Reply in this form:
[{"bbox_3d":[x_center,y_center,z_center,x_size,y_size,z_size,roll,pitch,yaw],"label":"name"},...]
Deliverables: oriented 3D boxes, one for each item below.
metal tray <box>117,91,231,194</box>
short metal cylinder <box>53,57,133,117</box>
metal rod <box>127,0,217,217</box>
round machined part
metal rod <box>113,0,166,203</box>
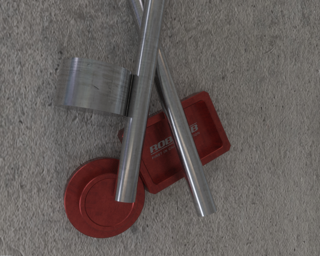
[{"bbox_3d":[0.021,0.017,0.414,0.131,0.030,0.090,-28,99,-18],"label":"metal tray"},{"bbox_3d":[-0.075,-0.044,0.352,0.081,0.080,0.050,10,87,-20],"label":"short metal cylinder"},{"bbox_3d":[0.011,-0.040,0.383,0.025,0.025,0.299,-16,85,-19],"label":"metal rod"},{"bbox_3d":[-0.065,0.085,0.376,0.099,0.042,0.097,0,90,-20],"label":"round machined part"},{"bbox_3d":[-0.018,-0.066,0.360,0.025,0.025,0.298,10,85,-20],"label":"metal rod"}]
